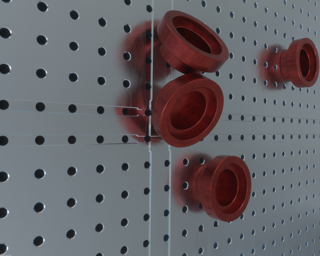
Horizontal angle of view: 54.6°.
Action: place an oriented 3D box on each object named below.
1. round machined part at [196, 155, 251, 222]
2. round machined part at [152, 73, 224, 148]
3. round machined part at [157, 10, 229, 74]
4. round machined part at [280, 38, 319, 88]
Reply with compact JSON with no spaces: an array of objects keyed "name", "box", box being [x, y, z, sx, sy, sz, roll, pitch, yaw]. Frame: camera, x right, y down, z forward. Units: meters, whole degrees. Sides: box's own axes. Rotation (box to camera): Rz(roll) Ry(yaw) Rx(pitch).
[{"name":"round machined part","box":[0.094,0.090,0.476,0.099,0.042,0.097,0,90,-40]},{"name":"round machined part","box":[0.032,-0.026,0.406,0.099,0.042,0.097,-18,128,-25]},{"name":"round machined part","box":[0.038,-0.106,0.408,0.099,0.042,0.098,22,40,-20]},{"name":"round machined part","box":[0.282,-0.130,0.632,0.099,0.042,0.097,0,90,-40]}]
